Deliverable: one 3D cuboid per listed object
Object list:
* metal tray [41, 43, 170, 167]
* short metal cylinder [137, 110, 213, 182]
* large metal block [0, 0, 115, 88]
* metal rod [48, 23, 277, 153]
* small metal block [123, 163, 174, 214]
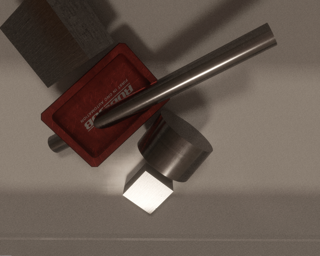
[{"bbox_3d":[-0.064,-0.028,0.378,0.130,0.030,0.090,-43,106,-3],"label":"metal tray"},{"bbox_3d":[0.019,0.022,0.390,0.080,0.080,0.050,34,106,-12],"label":"short metal cylinder"},{"bbox_3d":[-0.112,-0.102,0.341,0.080,0.050,0.080,-21,112,37],"label":"large metal block"},{"bbox_3d":[-0.014,-0.037,0.366,0.300,0.025,0.025,-25,109,20],"label":"metal rod"},{"bbox_3d":[-0.017,0.087,0.443,0.050,0.025,0.050,39,105,-14],"label":"small metal block"}]
